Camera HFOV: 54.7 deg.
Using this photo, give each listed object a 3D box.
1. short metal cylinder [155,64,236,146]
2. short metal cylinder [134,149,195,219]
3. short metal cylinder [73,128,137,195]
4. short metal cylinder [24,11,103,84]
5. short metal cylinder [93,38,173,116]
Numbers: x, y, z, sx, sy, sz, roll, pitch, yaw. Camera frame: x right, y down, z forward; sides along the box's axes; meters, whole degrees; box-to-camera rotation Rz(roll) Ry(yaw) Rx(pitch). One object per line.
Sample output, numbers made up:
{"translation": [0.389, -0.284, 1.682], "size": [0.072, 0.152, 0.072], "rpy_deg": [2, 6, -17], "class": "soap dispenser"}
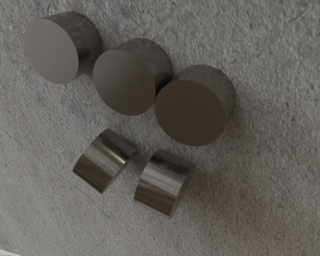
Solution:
{"translation": [0.041, -0.026, 0.352], "size": [0.080, 0.050, 0.079], "rpy_deg": [13, 124, 20], "class": "short metal cylinder"}
{"translation": [0.007, 0.074, 0.412], "size": [0.050, 0.080, 0.079], "rpy_deg": [23, 127, 14], "class": "short metal cylinder"}
{"translation": [-0.077, 0.047, 0.439], "size": [0.050, 0.080, 0.080], "rpy_deg": [38, 129, 3], "class": "short metal cylinder"}
{"translation": [-0.120, -0.101, 0.390], "size": [0.080, 0.050, 0.079], "rpy_deg": [13, 124, 20], "class": "short metal cylinder"}
{"translation": [-0.031, -0.061, 0.368], "size": [0.080, 0.050, 0.079], "rpy_deg": [13, 124, 20], "class": "short metal cylinder"}
